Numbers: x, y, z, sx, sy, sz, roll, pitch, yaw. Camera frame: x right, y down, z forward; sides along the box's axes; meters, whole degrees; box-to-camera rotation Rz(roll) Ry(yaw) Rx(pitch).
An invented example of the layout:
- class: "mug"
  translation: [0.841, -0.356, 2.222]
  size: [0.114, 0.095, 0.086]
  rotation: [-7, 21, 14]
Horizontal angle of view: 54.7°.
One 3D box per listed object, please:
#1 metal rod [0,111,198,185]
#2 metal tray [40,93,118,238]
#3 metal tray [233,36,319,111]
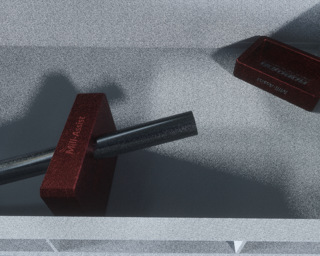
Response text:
- class: "metal rod"
  translation: [-0.112, 0.032, 0.311]
  size: [0.302, 0.025, 0.025]
  rotation: [-14, 51, 2]
- class: "metal tray"
  translation: [-0.075, 0.036, 0.327]
  size: [0.030, 0.090, 0.130]
  rotation: [-1, 47, 7]
- class: "metal tray"
  translation: [0.193, -0.089, 0.478]
  size: [0.130, 0.030, 0.090]
  rotation: [32, 57, 23]
